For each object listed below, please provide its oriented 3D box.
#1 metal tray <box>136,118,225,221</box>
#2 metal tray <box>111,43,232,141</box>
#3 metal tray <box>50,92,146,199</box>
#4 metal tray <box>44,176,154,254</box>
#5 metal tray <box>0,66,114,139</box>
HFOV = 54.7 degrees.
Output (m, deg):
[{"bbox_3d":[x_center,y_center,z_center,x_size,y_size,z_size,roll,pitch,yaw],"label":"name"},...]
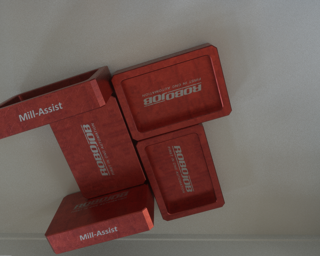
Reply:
[{"bbox_3d":[0.030,0.059,0.429,0.090,0.030,0.129,-16,110,5],"label":"metal tray"},{"bbox_3d":[0.015,-0.044,0.391,0.131,0.030,0.089,-16,110,5],"label":"metal tray"},{"bbox_3d":[-0.080,0.024,0.413,0.090,0.030,0.129,-16,110,5],"label":"metal tray"},{"bbox_3d":[-0.074,0.111,0.413,0.131,0.090,0.030,-16,110,5],"label":"metal tray"},{"bbox_3d":[-0.123,-0.032,0.359,0.131,0.090,0.030,-17,109,5],"label":"metal tray"}]
